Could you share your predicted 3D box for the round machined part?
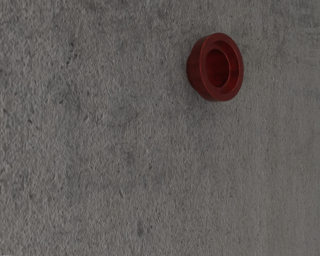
[{"bbox_3d":[0.077,-0.087,0.458,0.099,0.042,0.097,0,90,-40],"label":"round machined part"}]
